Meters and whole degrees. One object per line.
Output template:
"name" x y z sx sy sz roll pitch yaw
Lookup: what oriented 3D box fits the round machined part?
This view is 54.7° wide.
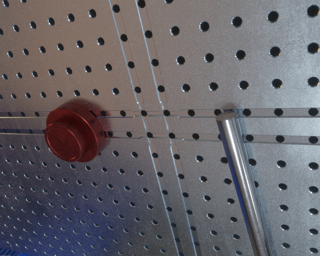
"round machined part" -0.139 0.014 0.482 0.098 0.042 0.097 13 124 21

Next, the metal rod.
"metal rod" 0.125 0.116 0.417 0.025 0.025 0.298 -6 116 31
